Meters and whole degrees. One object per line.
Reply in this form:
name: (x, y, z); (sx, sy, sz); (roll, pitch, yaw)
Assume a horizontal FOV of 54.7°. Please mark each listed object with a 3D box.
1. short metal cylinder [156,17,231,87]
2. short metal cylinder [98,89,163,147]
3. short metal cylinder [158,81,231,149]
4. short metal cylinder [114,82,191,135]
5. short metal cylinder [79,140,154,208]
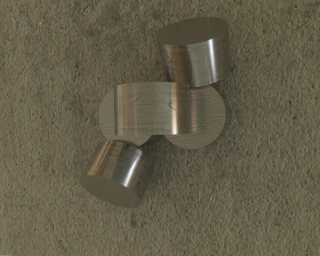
short metal cylinder: (0.040, -0.089, 0.359); (0.080, 0.080, 0.050); (1, 129, 19)
short metal cylinder: (-0.032, -0.015, 0.407); (0.080, 0.050, 0.079); (0, 90, 19)
short metal cylinder: (0.044, -0.015, 0.380); (0.080, 0.050, 0.079); (0, 90, 19)
short metal cylinder: (-0.008, -0.018, 0.330); (0.080, 0.080, 0.050); (-1, 90, 19)
short metal cylinder: (-0.053, 0.060, 0.391); (0.080, 0.080, 0.050); (8, 54, 19)
